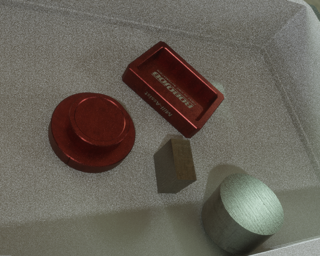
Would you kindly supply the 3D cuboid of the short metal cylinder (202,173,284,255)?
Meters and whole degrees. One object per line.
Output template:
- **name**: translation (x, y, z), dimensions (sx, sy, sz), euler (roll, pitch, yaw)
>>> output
- **short metal cylinder**: translation (0.097, 0.101, 0.370), dimensions (0.081, 0.050, 0.080), euler (14, 42, -13)

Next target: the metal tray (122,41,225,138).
- **metal tray**: translation (0.022, -0.058, 0.451), dimensions (0.130, 0.030, 0.090), euler (42, 51, 0)

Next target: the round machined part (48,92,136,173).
- **round machined part**: translation (-0.074, -0.001, 0.356), dimensions (0.099, 0.042, 0.098), euler (14, 56, -21)

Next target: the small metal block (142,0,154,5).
- **small metal block**: translation (-0.025, -0.253, 0.535), dimensions (0.050, 0.050, 0.025), euler (41, 51, -1)

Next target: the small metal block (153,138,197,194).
- **small metal block**: translation (0.016, 0.047, 0.371), dimensions (0.025, 0.050, 0.050), euler (7, 59, -25)
